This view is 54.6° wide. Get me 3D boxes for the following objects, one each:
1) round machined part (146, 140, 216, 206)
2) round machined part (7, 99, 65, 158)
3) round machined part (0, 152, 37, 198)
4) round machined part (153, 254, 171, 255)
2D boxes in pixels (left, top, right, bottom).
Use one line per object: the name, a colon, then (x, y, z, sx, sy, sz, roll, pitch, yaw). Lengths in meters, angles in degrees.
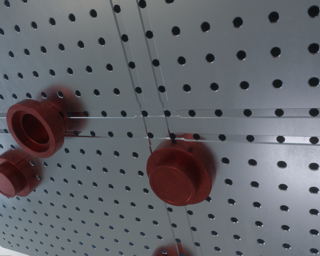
round machined part: (0.024, 0.069, 0.431, 0.098, 0.042, 0.097, 13, 124, 21)
round machined part: (-0.194, -0.003, 0.502, 0.098, 0.042, 0.097, 13, 124, 21)
round machined part: (-0.301, 0.101, 0.623, 0.098, 0.042, 0.097, 13, 124, 21)
round machined part: (0.015, 0.282, 0.567, 0.098, 0.042, 0.097, 13, 124, 21)
